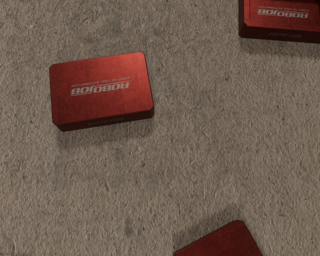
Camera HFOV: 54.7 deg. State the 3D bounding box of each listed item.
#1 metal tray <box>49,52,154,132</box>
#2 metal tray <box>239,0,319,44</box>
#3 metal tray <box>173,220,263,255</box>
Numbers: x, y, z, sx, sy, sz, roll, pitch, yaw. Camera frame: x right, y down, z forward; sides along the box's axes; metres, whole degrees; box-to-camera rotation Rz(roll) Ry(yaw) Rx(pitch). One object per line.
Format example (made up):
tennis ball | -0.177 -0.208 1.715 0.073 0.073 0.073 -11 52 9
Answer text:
metal tray | -0.079 -0.050 0.423 0.131 0.030 0.090 -9 70 -4
metal tray | 0.189 -0.179 0.473 0.131 0.030 0.090 5 70 1
metal tray | 0.082 0.180 0.341 0.091 0.030 0.130 -25 72 -9
